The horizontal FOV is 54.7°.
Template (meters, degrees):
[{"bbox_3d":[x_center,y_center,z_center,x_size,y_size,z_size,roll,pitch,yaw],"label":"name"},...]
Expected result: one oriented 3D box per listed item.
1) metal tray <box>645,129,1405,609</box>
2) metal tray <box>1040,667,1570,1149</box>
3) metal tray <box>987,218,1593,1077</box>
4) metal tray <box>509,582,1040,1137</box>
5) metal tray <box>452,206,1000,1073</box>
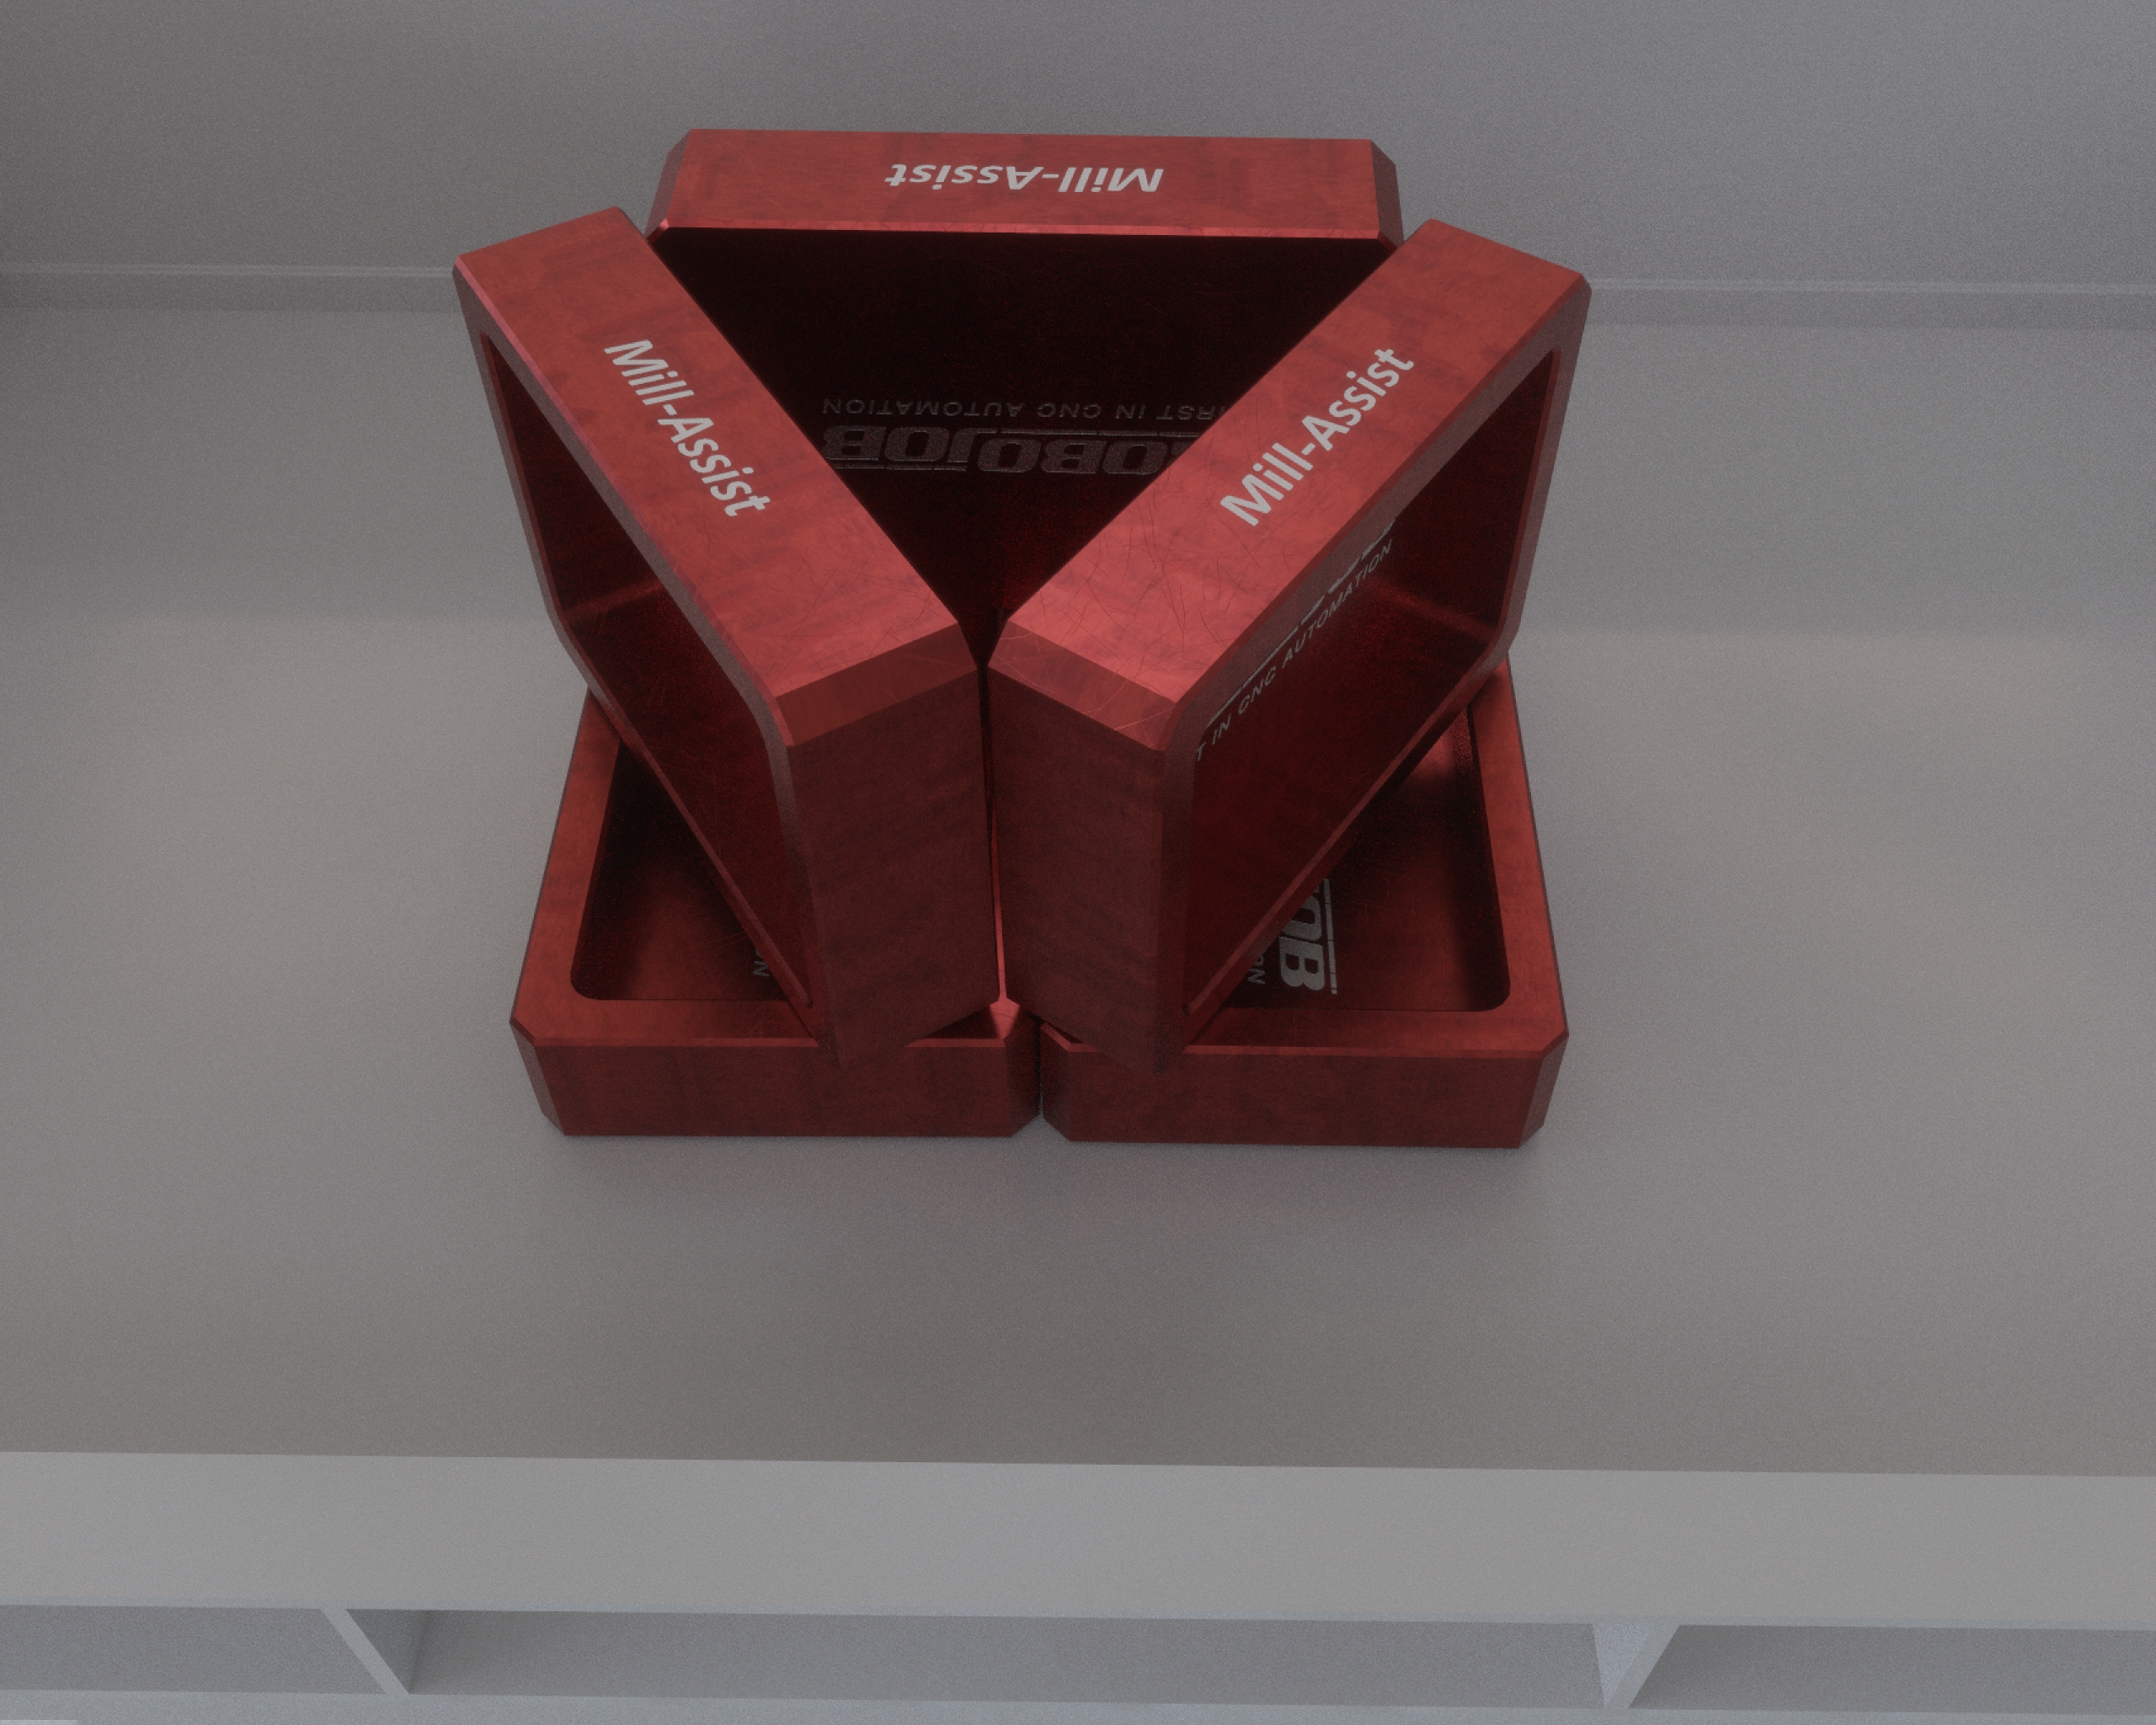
[{"bbox_3d":[-0.009,-0.090,0.396,0.131,0.090,0.030,1,51,1],"label":"metal tray"},{"bbox_3d":[0.040,-0.007,0.407,0.091,0.030,0.130,1,49,1],"label":"metal tray"},{"bbox_3d":[0.037,-0.037,0.352,0.030,0.090,0.131,29,56,22],"label":"metal tray"},{"bbox_3d":[-0.052,-0.009,0.408,0.091,0.030,0.130,0,49,0],"label":"metal tray"},{"bbox_3d":[-0.060,-0.039,0.353,0.030,0.090,0.130,-25,55,-19],"label":"metal tray"}]
